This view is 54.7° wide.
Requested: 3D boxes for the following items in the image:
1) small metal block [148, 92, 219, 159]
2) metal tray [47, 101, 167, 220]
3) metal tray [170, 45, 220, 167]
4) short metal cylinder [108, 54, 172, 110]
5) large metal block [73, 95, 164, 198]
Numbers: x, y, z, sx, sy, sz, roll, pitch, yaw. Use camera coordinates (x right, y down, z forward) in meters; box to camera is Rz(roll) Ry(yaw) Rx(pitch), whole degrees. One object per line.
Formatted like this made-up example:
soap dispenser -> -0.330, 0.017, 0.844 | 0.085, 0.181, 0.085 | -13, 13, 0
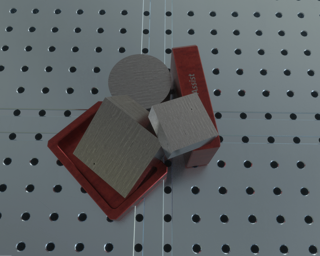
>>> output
small metal block -> 0.023, -0.003, 0.313 | 0.050, 0.025, 0.050 | -19, 71, -19
metal tray -> -0.065, 0.040, 0.393 | 0.090, 0.030, 0.130 | -41, 76, -14
metal tray -> 0.039, -0.025, 0.387 | 0.030, 0.090, 0.129 | -9, 70, -3
short metal cylinder -> -0.026, -0.051, 0.417 | 0.081, 0.050, 0.080 | 0, 70, 0
large metal block -> -0.039, 0.018, 0.358 | 0.080, 0.050, 0.080 | 38, 110, 12
